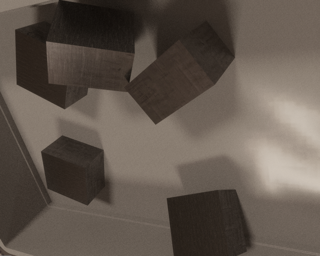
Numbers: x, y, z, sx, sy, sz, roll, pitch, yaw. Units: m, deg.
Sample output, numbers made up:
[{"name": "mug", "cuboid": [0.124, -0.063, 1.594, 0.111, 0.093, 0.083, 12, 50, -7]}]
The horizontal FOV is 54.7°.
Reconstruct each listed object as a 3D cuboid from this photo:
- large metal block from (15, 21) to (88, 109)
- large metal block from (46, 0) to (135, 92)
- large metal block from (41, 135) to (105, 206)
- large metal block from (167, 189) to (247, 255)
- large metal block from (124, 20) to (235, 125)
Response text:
[{"name": "large metal block", "cuboid": [-0.141, -0.084, 0.413, 0.080, 0.050, 0.079, 27, 128, 11]}, {"name": "large metal block", "cuboid": [-0.071, -0.088, 0.331, 0.081, 0.080, 0.050, 5, 137, -12]}, {"name": "large metal block", "cuboid": [-0.139, 0.068, 0.506, 0.080, 0.050, 0.079, 17, 125, 18]}, {"name": "large metal block", "cuboid": [0.061, 0.128, 0.414, 0.080, 0.050, 0.080, -18, 71, 35]}, {"name": "large metal block", "cuboid": [0.022, -0.059, 0.324, 0.080, 0.080, 0.050, -33, 100, 38]}]
